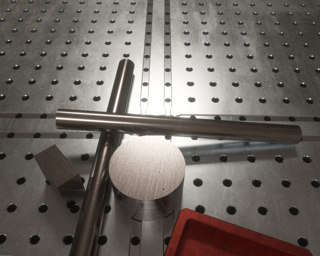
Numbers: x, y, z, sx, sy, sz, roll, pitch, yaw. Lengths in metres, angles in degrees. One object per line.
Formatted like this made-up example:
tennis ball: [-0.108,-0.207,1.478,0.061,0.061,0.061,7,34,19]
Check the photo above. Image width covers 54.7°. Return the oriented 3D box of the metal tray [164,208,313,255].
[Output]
metal tray: [0.067,0.139,0.288,0.131,0.030,0.090,16,52,13]

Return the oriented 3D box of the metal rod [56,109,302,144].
metal rod: [0.028,-0.001,0.387,0.302,0.025,0.025,4,50,-6]

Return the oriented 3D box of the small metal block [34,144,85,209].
small metal block: [-0.110,0.054,0.344,0.025,0.050,0.050,-34,58,-25]

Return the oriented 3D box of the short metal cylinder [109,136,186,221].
short metal cylinder: [-0.013,0.055,0.345,0.081,0.050,0.080,0,50,0]

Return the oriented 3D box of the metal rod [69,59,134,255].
metal rod: [-0.064,0.015,0.394,0.025,0.025,0.300,4,50,3]
